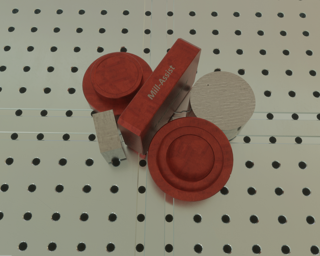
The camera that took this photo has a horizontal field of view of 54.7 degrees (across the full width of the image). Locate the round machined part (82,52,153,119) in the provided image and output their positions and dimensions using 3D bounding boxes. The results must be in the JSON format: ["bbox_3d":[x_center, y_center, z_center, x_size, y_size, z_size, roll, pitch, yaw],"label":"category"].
[{"bbox_3d":[-0.056,-0.063,0.420,0.099,0.042,0.098,0,70,0],"label":"round machined part"}]

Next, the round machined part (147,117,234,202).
[{"bbox_3d":[0.037,0.035,0.374,0.098,0.042,0.097,0,91,10],"label":"round machined part"}]

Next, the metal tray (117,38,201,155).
[{"bbox_3d":[0.001,-0.036,0.386,0.030,0.090,0.130,31,73,10],"label":"metal tray"}]

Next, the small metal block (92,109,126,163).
[{"bbox_3d":[-0.063,0.011,0.389,0.025,0.050,0.050,-14,71,-5],"label":"small metal block"}]

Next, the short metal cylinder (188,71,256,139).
[{"bbox_3d":[0.077,-0.027,0.404,0.081,0.050,0.080,0,70,0],"label":"short metal cylinder"}]
